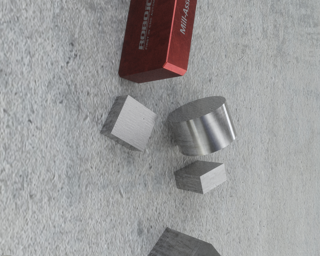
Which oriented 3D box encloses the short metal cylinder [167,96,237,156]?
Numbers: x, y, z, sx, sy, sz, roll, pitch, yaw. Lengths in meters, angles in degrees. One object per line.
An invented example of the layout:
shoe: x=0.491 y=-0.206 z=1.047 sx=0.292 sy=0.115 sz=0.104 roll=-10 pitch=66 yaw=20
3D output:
short metal cylinder: x=0.056 y=-0.004 z=0.416 sx=0.081 sy=0.080 sz=0.050 roll=-34 pitch=112 yaw=-35

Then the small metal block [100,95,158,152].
small metal block: x=-0.036 y=-0.005 z=0.374 sx=0.050 sy=0.025 sz=0.050 roll=34 pitch=69 yaw=-35

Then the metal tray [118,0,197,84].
metal tray: x=-0.002 y=-0.122 z=0.360 sx=0.030 sy=0.090 sz=0.129 roll=14 pitch=81 yaw=-39

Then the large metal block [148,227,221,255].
large metal block: x=0.042 y=0.184 z=0.405 sx=0.050 sy=0.080 sz=0.080 roll=-51 pitch=120 yaw=-28

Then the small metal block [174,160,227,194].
small metal block: x=0.057 y=0.068 z=0.436 sx=0.050 sy=0.050 sz=0.025 roll=-20 pitch=103 yaw=-38
